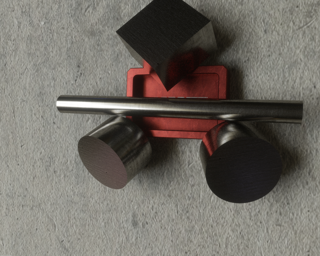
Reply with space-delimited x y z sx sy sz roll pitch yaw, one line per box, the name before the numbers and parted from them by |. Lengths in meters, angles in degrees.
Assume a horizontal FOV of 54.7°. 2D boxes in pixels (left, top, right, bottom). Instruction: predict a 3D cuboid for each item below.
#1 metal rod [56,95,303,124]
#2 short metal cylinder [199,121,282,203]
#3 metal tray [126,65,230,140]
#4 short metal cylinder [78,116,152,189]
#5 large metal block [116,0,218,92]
metal rod | 0.008 -0.025 0.376 0.301 0.025 0.025 3 91 19
short metal cylinder | 0.088 0.037 0.348 0.081 0.050 0.079 0 111 -1
metal tray | 0.022 -0.032 0.400 0.130 0.030 0.089 2 91 19
short metal cylinder | -0.058 0.031 0.398 0.080 0.050 0.079 22 132 26
large metal block | 0.009 -0.105 0.371 0.080 0.050 0.080 -41 60 -2
